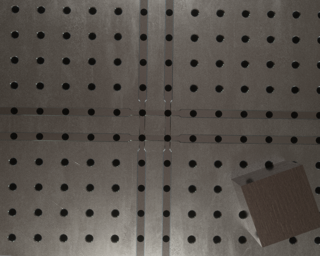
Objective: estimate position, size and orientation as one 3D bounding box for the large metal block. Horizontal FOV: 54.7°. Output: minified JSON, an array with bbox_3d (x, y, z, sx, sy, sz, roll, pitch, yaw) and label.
[{"bbox_3d":[0.150,0.095,0.403,0.080,0.050,0.080,-19,90,-1],"label":"large metal block"}]
